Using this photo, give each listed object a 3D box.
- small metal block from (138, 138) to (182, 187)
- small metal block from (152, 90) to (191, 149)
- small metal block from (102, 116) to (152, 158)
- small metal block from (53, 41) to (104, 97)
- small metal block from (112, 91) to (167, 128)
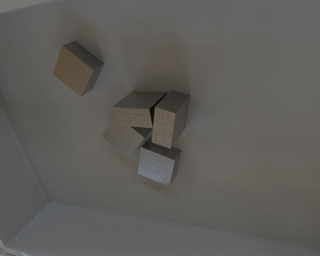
[{"bbox_3d":[-0.001,0.048,0.438,0.050,0.025,0.050,20,126,15],"label":"small metal block"},{"bbox_3d":[0.014,-0.011,0.377,0.025,0.050,0.050,18,126,17],"label":"small metal block"},{"bbox_3d":[-0.047,0.006,0.436,0.050,0.025,0.050,40,129,0],"label":"small metal block"},{"bbox_3d":[-0.110,-0.079,0.416,0.050,0.025,0.050,38,129,2],"label":"small metal block"},{"bbox_3d":[-0.022,-0.024,0.388,0.050,0.050,0.025,5,121,25],"label":"small metal block"}]
